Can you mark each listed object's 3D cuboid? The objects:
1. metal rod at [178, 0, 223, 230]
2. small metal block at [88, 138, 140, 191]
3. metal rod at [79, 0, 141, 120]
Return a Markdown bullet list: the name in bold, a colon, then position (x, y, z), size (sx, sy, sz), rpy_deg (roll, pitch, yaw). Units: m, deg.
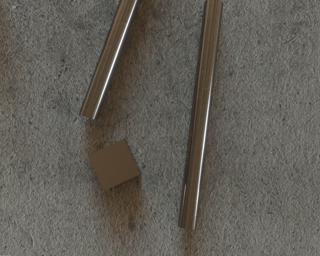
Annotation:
- **metal rod**: position (0.054, -0.018, 0.410), size (0.025, 0.025, 0.298), rpy_deg (7, 90, -1)
- **small metal block**: position (-0.059, 0.047, 0.409), size (0.050, 0.025, 0.050), rpy_deg (-25, 90, -1)
- **metal rod**: position (-0.044, -0.155, 0.409), size (0.025, 0.025, 0.299), rpy_deg (20, 90, -1)
